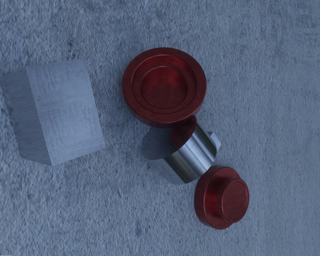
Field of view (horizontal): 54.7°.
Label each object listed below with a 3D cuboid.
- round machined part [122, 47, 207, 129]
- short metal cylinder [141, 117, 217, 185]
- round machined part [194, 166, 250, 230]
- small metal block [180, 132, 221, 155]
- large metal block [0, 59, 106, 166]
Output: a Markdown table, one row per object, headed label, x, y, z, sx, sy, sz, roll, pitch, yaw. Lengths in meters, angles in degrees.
| label | x | y | z | sx | sy | sz | roll | pitch | yaw |
| --- | --- | --- | --- | --- | --- | --- | --- | --- | --- |
| round machined part | 0.005 | -0.045 | 0.378 | 0.099 | 0.042 | 0.098 | 0 | 71 | -1 |
| short metal cylinder | 0.024 | 0.024 | 0.390 | 0.050 | 0.080 | 0.080 | 51 | 60 | -30 |
| round machined part | 0.102 | 0.109 | 0.482 | 0.099 | 0.042 | 0.097 | 0 | 90 | -40 |
| small metal block | 0.049 | 0.031 | 0.431 | 0.050 | 0.050 | 0.025 | -53 | 122 | -27 |
| large metal block | -0.101 | -0.015 | 0.285 | 0.050 | 0.080 | 0.079 | -19 | 103 | -39 |
